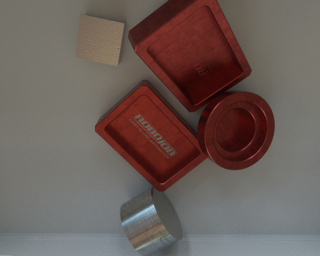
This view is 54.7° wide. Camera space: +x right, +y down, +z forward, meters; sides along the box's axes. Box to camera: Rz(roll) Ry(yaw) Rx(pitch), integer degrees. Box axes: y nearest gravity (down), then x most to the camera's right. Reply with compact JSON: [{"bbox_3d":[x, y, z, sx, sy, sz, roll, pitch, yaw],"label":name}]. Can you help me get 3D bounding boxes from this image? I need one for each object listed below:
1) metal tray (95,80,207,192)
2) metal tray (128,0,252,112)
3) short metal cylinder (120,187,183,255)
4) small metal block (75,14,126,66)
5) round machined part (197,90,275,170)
[{"bbox_3d":[-0.009,0.013,0.413,0.090,0.030,0.130,-40,106,13],"label":"metal tray"},{"bbox_3d":[0.038,-0.081,0.344,0.090,0.030,0.130,-34,139,13],"label":"metal tray"},{"bbox_3d":[-0.011,0.128,0.429,0.050,0.080,0.080,-32,107,10],"label":"short metal cylinder"},{"bbox_3d":[-0.070,-0.106,0.371,0.050,0.025,0.050,11,110,-5],"label":"small metal block"},{"bbox_3d":[0.092,0.000,0.393,0.099,0.042,0.097,-4,103,-19],"label":"round machined part"}]
